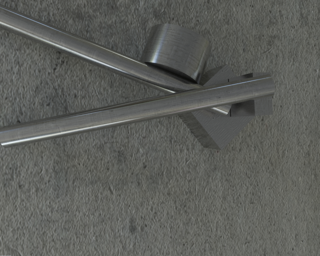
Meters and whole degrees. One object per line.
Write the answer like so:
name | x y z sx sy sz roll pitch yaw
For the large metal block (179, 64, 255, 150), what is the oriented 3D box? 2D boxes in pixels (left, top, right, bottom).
large metal block | 0.075 -0.028 0.424 0.080 0.050 0.080 -43 103 -14

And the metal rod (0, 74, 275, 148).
metal rod | -0.026 -0.019 0.345 0.302 0.025 0.025 -11 94 1

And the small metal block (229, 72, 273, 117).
small metal block | 0.111 -0.040 0.383 0.025 0.050 0.050 -4 92 -20

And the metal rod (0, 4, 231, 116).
metal rod | -0.057 -0.078 0.359 0.302 0.025 0.025 21 83 -8

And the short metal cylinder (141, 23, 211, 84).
short metal cylinder | 0.018 -0.087 0.390 0.080 0.080 0.050 22 83 -19
